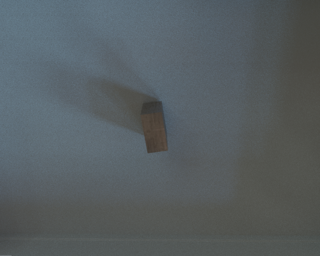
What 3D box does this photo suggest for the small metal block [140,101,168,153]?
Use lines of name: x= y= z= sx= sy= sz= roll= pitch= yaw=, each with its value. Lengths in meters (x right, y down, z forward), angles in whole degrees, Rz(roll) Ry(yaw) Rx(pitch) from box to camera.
small metal block: x=-0.006 y=-0.002 z=0.393 sx=0.025 sy=0.050 sz=0.050 roll=-8 pitch=109 yaw=3
